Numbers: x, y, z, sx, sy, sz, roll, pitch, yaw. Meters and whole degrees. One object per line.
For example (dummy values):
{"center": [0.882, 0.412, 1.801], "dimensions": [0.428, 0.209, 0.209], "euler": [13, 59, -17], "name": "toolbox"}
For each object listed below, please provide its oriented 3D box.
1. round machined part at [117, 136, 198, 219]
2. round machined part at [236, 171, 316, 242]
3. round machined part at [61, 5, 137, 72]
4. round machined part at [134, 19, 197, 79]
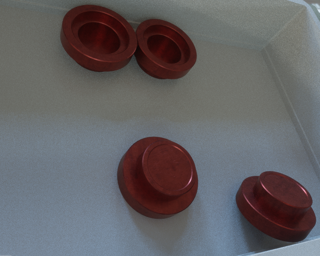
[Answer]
{"center": [0.003, 0.053, 0.366], "dimensions": [0.099, 0.042, 0.098], "euler": [14, 56, -21], "name": "round machined part"}
{"center": [0.151, 0.092, 0.396], "dimensions": [0.099, 0.042, 0.098], "euler": [14, 27, -7], "name": "round machined part"}
{"center": [-0.084, -0.115, 0.419], "dimensions": [0.099, 0.042, 0.098], "euler": [12, 57, -20], "name": "round machined part"}
{"center": [0.002, -0.113, 0.466], "dimensions": [0.099, 0.042, 0.098], "euler": [14, 56, -21], "name": "round machined part"}
